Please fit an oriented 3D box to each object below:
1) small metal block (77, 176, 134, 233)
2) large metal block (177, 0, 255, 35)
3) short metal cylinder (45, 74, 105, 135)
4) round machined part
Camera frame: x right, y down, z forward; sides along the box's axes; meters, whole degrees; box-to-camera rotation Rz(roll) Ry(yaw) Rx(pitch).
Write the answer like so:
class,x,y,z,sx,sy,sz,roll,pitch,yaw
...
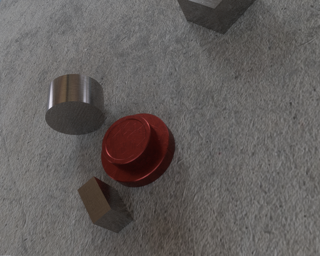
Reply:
class,x,y,z,sx,sy,sz,roll,pitch,yaw
small metal block,-0.064,0.091,0.364,0.025,0.050,0.050,-41,51,1
large metal block,0.085,-0.197,0.463,0.080,0.050,0.080,-48,52,-6
short metal cylinder,-0.122,-0.033,0.451,0.080,0.080,0.050,-20,54,16
round machined part,-0.034,0.023,0.396,0.098,0.042,0.098,-13,56,20
